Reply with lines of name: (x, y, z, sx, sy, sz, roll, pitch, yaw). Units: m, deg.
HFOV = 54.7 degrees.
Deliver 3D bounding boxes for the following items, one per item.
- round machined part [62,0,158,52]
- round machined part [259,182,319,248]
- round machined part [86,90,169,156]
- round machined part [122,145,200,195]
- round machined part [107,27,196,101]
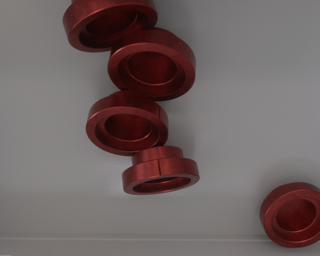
round machined part: (-0.055, -0.123, 0.332, 0.098, 0.098, 0.042, -20, 83, 7)
round machined part: (0.193, 0.121, 0.448, 0.099, 0.042, 0.097, 0, 110, 0)
round machined part: (-0.039, -0.009, 0.383, 0.099, 0.042, 0.097, 1, 142, 1)
round machined part: (-0.001, 0.054, 0.404, 0.099, 0.098, 0.042, -11, 66, 4)
round machined part: (-0.008, -0.076, 0.357, 0.099, 0.042, 0.098, 4, 149, 3)
